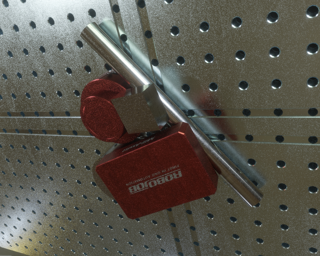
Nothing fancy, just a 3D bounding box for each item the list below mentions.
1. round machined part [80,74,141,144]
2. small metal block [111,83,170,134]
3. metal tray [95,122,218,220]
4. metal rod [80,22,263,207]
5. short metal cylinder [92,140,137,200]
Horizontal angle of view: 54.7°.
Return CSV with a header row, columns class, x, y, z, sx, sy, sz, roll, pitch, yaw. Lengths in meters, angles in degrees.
class,x,y,z,sx,sy,sz,roll,pitch,yaw
round machined part,-0.067,-0.020,0.417,0.098,0.042,0.097,14,125,21
small metal block,-0.024,-0.022,0.375,0.050,0.025,0.050,-8,117,37
metal tray,-0.004,0.057,0.391,0.130,0.030,0.090,-24,106,23
metal rod,0.017,-0.014,0.388,0.300,0.025,0.025,45,129,-4
short metal cylinder,-0.051,0.063,0.455,0.080,0.050,0.079,13,124,21
